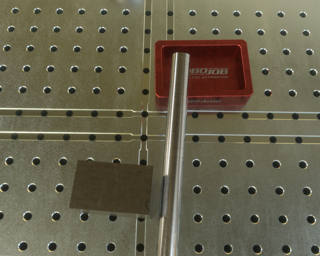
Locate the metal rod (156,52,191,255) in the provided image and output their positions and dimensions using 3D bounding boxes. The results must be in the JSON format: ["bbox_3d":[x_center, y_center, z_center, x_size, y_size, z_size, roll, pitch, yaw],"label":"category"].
[{"bbox_3d":[0.016,0.051,0.373,0.025,0.025,0.299,5,77,1],"label":"metal rod"}]

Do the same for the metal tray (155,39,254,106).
[{"bbox_3d":[0.059,-0.079,0.437,0.131,0.030,0.090,-1,70,-1],"label":"metal tray"}]

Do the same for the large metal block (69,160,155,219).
[{"bbox_3d":[-0.049,0.073,0.355,0.080,0.080,0.050,4,70,1],"label":"large metal block"}]
